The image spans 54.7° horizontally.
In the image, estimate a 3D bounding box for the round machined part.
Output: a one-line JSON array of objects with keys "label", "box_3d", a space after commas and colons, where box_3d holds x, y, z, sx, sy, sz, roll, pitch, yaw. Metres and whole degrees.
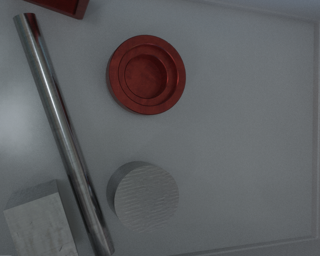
[{"label": "round machined part", "box_3d": [-0.020, -0.065, 0.395, 0.099, 0.042, 0.097, 0, 90, -21]}]

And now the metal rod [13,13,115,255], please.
[{"label": "metal rod", "box_3d": [-0.111, 0.015, 0.369, 0.025, 0.025, 0.298, -19, 97, -19]}]

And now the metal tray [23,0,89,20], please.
[{"label": "metal tray", "box_3d": [-0.113, -0.158, 0.313, 0.091, 0.130, 0.030, 14, 85, -20]}]

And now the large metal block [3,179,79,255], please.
[{"label": "large metal block", "box_3d": [-0.126, 0.107, 0.335, 0.050, 0.080, 0.080, -17, 96, -19]}]

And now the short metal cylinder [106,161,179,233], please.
[{"label": "short metal cylinder", "box_3d": [-0.023, 0.084, 0.390, 0.081, 0.050, 0.079, 0, 90, -21]}]
